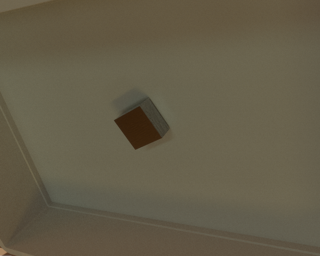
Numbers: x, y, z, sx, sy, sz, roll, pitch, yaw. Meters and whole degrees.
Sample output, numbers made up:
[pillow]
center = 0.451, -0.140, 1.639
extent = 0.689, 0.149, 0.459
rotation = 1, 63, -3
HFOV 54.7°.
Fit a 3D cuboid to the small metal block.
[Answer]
[small metal block]
center = -0.024, -0.005, 0.413
extent = 0.050, 0.025, 0.050
rotation = -26, 105, 36
